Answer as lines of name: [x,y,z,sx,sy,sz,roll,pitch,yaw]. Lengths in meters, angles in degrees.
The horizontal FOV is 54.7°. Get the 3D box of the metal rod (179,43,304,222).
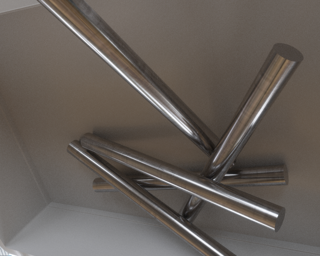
metal rod: [0.067,0.039,0.350,0.025,0.025,0.298,29,136,9]

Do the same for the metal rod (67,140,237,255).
metal rod: [-0.022,0.102,0.442,0.300,0.025,0.025,31,129,23]

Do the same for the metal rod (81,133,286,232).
metal rod: [0.001,0.053,0.386,0.300,0.025,0.025,17,127,38]

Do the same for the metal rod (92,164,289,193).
metal rod: [0.022,0.075,0.442,0.300,0.025,0.025,-9,114,31]

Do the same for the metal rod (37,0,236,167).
metal rod: [-0.006,-0.037,0.301,0.025,0.025,0.301,-18,137,35]
